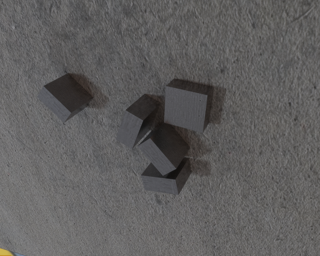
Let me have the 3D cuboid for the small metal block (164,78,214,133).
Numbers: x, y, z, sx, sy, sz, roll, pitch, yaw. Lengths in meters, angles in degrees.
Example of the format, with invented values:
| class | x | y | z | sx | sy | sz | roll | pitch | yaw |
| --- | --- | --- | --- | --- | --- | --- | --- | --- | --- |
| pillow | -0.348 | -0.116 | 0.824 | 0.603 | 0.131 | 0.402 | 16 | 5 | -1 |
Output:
| class | x | y | z | sx | sy | sz | roll | pitch | yaw |
| --- | --- | --- | --- | --- | --- | --- | --- | --- | --- |
| small metal block | 0.034 | -0.027 | 0.372 | 0.050 | 0.025 | 0.050 | 15 | 125 | 19 |

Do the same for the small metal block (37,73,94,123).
| class | x | y | z | sx | sy | sz | roll | pitch | yaw |
| --- | --- | --- | --- | --- | --- | --- | --- | --- | --- |
| small metal block | -0.131 | -0.043 | 0.434 | 0.050 | 0.050 | 0.025 | 45 | 129 | -3 |

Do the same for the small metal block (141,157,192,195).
| class | x | y | z | sx | sy | sz | roll | pitch | yaw |
| --- | --- | --- | --- | --- | --- | --- | --- | --- | --- |
| small metal block | 0.010 | 0.063 | 0.424 | 0.050 | 0.050 | 0.025 | 3 | 120 | 27 |

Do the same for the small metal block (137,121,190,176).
| class | x | y | z | sx | sy | sz | roll | pitch | yaw |
| --- | --- | --- | --- | --- | --- | --- | --- | --- | --- |
| small metal block | 0.006 | 0.025 | 0.403 | 0.025 | 0.050 | 0.050 | -34 | 99 | 38 |

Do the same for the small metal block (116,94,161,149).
| class | x | y | z | sx | sy | sz | roll | pitch | yaw |
| --- | --- | --- | --- | --- | --- | --- | --- | --- | --- |
| small metal block | -0.028 | -0.009 | 0.400 | 0.025 | 0.050 | 0.050 | 31 | 128 | 8 |
